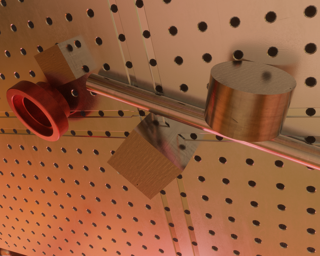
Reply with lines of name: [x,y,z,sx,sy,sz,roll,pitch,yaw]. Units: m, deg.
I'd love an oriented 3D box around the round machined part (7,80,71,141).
round machined part: [-0.174,-0.030,0.461,0.098,0.042,0.097,23,141,20]

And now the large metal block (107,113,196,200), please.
large metal block: [-0.013,0.039,0.424,0.080,0.050,0.080,41,129,-1]

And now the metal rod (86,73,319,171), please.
metal rod: [0.044,-0.013,0.378,0.301,0.025,0.025,20,126,16]

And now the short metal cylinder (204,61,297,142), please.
short metal cylinder: [0.088,-0.029,0.311,0.080,0.080,0.050,16,125,19]

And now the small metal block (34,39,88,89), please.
small metal block: [-0.137,-0.088,0.427,0.050,0.025,0.050,-13,112,33]
